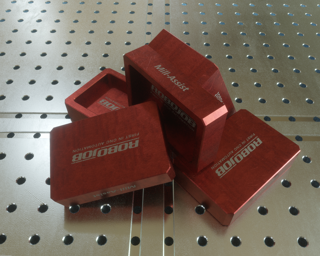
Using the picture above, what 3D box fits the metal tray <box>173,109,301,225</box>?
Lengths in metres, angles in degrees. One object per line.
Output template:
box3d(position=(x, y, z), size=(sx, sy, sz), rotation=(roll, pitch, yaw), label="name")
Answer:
box3d(position=(0.090, 0.040, 0.370), size=(0.131, 0.030, 0.090), rotation=(-34, 58, -26), label="metal tray")

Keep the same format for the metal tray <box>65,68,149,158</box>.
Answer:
box3d(position=(-0.051, -0.025, 0.424), size=(0.130, 0.030, 0.090), rotation=(29, 56, 22), label="metal tray")

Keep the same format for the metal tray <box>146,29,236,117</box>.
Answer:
box3d(position=(0.043, -0.057, 0.389), size=(0.030, 0.130, 0.090), rotation=(-47, 60, 1), label="metal tray")

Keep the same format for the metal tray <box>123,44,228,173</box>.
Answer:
box3d(position=(0.011, -0.022, 0.345), size=(0.030, 0.089, 0.130), rotation=(-31, 57, -24), label="metal tray")

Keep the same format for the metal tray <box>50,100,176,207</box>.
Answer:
box3d(position=(-0.056, 0.028, 0.349), size=(0.131, 0.030, 0.090), rotation=(-15, 61, 6), label="metal tray")
